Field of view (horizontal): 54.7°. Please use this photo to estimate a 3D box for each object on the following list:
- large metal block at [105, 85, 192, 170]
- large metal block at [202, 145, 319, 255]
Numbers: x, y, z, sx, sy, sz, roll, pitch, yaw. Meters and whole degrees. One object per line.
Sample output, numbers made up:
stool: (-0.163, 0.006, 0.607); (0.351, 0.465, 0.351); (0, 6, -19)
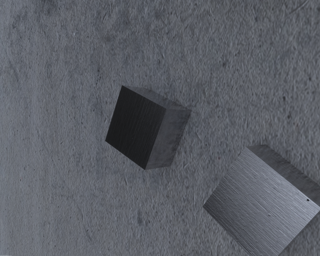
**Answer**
large metal block: (-0.017, -0.002, 0.403); (0.080, 0.050, 0.079); (31, 109, 35)
large metal block: (0.103, 0.073, 0.304); (0.080, 0.050, 0.080); (44, 116, 31)
